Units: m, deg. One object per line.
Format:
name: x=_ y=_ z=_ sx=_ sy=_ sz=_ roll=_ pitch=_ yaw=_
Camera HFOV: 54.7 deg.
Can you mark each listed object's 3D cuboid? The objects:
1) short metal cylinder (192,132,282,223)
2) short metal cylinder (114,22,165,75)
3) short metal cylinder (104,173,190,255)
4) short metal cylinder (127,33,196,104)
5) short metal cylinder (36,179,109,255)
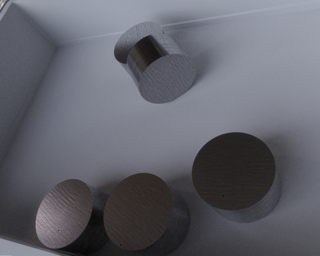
short metal cylinder: x=0.079 y=0.051 z=0.317 sx=0.080 sy=0.050 sz=0.080 roll=-13 pitch=56 yaw=21
short metal cylinder: x=-0.022 y=-0.114 z=0.471 sx=0.080 sy=0.050 sz=0.080 roll=-13 pitch=56 yaw=21
short metal cylinder: x=-0.013 y=0.095 z=0.338 sx=0.080 sy=0.050 sz=0.080 roll=-13 pitch=56 yaw=21
short metal cylinder: x=0.001 y=-0.079 z=0.419 sx=0.080 sy=0.080 sz=0.050 roll=-33 pitch=52 yaw=6
short metal cylinder: x=-0.101 y=0.108 z=0.376 sx=0.080 sy=0.050 sz=0.080 roll=-13 pitch=56 yaw=21
